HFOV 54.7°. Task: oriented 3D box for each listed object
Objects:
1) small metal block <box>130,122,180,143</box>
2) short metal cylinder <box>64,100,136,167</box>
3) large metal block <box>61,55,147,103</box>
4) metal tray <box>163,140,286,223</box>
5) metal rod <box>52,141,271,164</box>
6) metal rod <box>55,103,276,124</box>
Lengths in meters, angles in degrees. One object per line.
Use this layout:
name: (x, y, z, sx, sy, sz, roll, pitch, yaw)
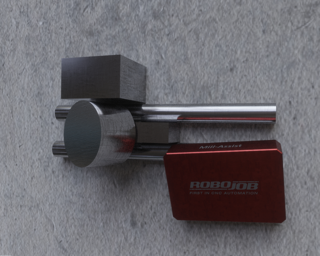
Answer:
small metal block: (-0.005, 0.005, 0.397, 0.050, 0.050, 0.025, 1, 91, 19)
short metal cylinder: (-0.076, 0.007, 0.385, 0.080, 0.050, 0.080, -2, 87, 43)
large metal block: (-0.070, -0.060, 0.405, 0.080, 0.080, 0.050, 1, 91, 19)
metal tray: (0.076, 0.064, 0.365, 0.130, 0.030, 0.089, -4, 106, 18)
metal rod: (-0.011, 0.031, 0.413, 0.301, 0.025, 0.025, 0, 90, 19)
metal rod: (-0.006, -0.020, 0.412, 0.301, 0.025, 0.025, 1, 90, 19)
